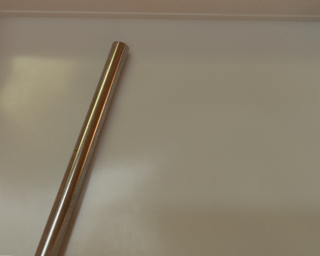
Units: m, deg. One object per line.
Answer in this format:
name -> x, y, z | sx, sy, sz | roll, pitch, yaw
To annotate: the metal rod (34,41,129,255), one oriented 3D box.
metal rod -> -0.095, 0.017, 0.402 | 0.025, 0.025, 0.299 | 14, 70, 4
